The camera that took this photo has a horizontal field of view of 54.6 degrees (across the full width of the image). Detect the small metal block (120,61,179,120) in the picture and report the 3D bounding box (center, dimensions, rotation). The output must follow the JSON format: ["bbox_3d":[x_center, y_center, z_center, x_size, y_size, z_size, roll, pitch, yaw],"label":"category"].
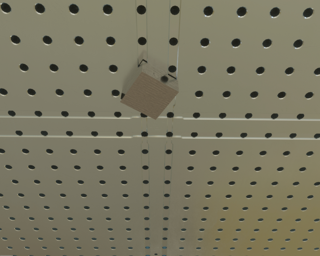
[{"bbox_3d":[-0.013,-0.044,0.374,0.050,0.025,0.050,26,125,-21],"label":"small metal block"}]
